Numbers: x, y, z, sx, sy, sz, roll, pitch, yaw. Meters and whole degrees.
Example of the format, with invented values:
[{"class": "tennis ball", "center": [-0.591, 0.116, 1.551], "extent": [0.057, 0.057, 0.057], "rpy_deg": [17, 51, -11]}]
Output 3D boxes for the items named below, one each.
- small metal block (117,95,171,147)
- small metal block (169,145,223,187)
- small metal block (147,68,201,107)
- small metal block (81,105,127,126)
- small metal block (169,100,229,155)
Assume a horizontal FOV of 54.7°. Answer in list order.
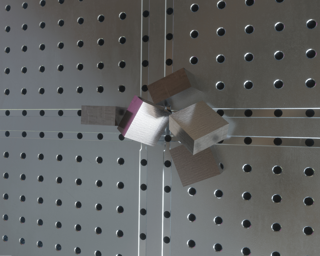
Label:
[{"class": "small metal block", "center": [-0.019, -0.008, 0.402], "extent": [0.050, 0.050, 0.025], "rpy_deg": [-61, 38, 10]}, {"class": "small metal block", "center": [0.047, 0.042, 0.396], "extent": [0.050, 0.025, 0.050], "rpy_deg": [-23, 83, 18]}, {"class": "small metal block", "center": [0.019, -0.050, 0.392], "extent": [0.050, 0.050, 0.025], "rpy_deg": [-24, 82, 18]}, {"class": "small metal block", "center": [-0.072, -0.016, 0.423], "extent": [0.050, 0.050, 0.025], "rpy_deg": [3, 91, 19]}, {"class": "small metal block", "center": [0.046, -0.002, 0.373], "extent": [0.050, 0.025, 0.050], "rpy_deg": [-24, 49, -22]}]
